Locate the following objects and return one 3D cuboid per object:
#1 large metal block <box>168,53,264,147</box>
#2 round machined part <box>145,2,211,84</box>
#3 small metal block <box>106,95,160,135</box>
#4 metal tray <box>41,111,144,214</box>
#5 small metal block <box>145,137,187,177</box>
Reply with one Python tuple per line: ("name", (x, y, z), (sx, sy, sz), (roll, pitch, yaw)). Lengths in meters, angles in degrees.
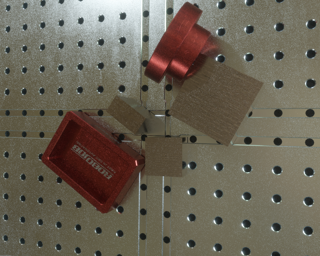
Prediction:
("large metal block", (0.069, -0.033, 0.375), (0.080, 0.050, 0.080), (30, 100, 17))
("round machined part", (0.025, -0.094, 0.368), (0.042, 0.098, 0.098), (32, 101, -3))
("small metal block", (-0.035, -0.017, 0.411), (0.050, 0.050, 0.025), (38, 102, 15))
("metal tray", (-0.097, 0.046, 0.442), (0.130, 0.030, 0.090), (35, 101, 16))
("small metal block", (0.009, 0.037, 0.409), (0.050, 0.025, 0.050), (0, 90, 19))
